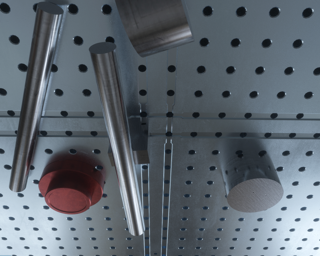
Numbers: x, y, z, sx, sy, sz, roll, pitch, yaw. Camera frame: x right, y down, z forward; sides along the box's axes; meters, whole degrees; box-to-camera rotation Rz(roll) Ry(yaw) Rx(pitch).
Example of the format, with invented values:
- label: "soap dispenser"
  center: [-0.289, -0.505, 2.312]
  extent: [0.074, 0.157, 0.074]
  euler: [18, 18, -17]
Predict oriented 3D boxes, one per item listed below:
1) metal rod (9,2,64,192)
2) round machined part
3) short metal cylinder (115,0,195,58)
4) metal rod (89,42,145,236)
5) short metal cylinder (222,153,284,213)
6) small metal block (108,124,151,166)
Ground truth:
- label: "metal rod"
  center: [-0.166, -0.014, 0.397]
  extent: [0.025, 0.025, 0.298]
  euler: [18, 128, -15]
- label: "round machined part"
  center: [-0.139, 0.098, 0.483]
  extent: [0.099, 0.042, 0.097]
  euler: [0, 130, 0]
- label: "short metal cylinder"
  center: [-0.004, -0.110, 0.281]
  extent: [0.050, 0.080, 0.080]
  euler: [-15, 129, 12]
- label: "metal rod"
  center: [-0.044, 0.040, 0.379]
  extent: [0.025, 0.025, 0.298]
  euler: [-3, 130, 2]
- label: "short metal cylinder"
  center: [0.137, 0.083, 0.467]
  extent: [0.081, 0.050, 0.079]
  euler: [0, 130, 0]
- label: "small metal block"
  center: [-0.039, 0.023, 0.414]
  extent: [0.050, 0.050, 0.025]
  euler: [-5, 130, 4]
